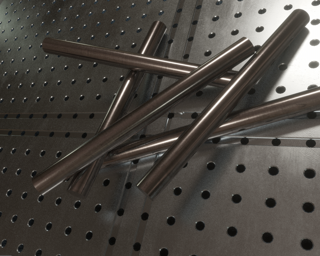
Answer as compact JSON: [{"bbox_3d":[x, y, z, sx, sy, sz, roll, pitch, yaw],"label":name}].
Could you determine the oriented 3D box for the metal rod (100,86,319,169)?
[{"bbox_3d":[0.043,0.007,0.380,0.301,0.025,0.025,-17,55,18],"label":"metal rod"}]

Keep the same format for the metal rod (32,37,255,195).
[{"bbox_3d":[-0.016,-0.017,0.369,0.301,0.025,0.025,-34,51,-4],"label":"metal rod"}]

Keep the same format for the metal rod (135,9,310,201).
[{"bbox_3d":[0.083,-0.038,0.359,0.025,0.025,0.301,31,70,37],"label":"metal rod"}]

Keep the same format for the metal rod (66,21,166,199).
[{"bbox_3d":[-0.050,-0.044,0.438,0.025,0.025,0.300,4,57,30],"label":"metal rod"}]

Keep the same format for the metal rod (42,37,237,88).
[{"bbox_3d":[-0.037,-0.094,0.437,0.301,0.025,0.025,14,69,18],"label":"metal rod"}]
